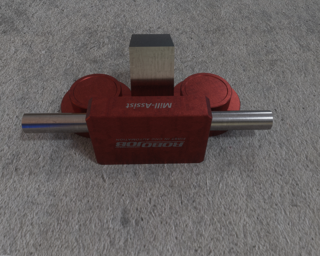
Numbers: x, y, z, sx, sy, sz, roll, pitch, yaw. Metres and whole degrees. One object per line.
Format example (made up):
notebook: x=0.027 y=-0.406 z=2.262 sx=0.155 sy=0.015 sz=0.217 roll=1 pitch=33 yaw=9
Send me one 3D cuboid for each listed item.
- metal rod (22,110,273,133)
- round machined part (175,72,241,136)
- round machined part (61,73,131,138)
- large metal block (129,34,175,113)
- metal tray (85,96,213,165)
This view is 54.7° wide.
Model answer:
metal rod: x=-0.014 y=-0.008 z=0.385 sx=0.302 sy=0.025 sz=0.025 roll=-1 pitch=50 yaw=-1
round machined part: x=0.061 y=-0.039 z=0.426 sx=0.099 sy=0.042 sz=0.098 roll=0 pitch=50 yaw=0
round machined part: x=-0.085 y=-0.037 z=0.421 sx=0.099 sy=0.042 sz=0.098 roll=0 pitch=50 yaw=0
large metal block: x=-0.010 y=-0.072 z=0.394 sx=0.050 sy=0.079 sz=0.080 roll=-1 pitch=27 yaw=-2
metal tray: x=-0.012 y=0.005 z=0.358 sx=0.131 sy=0.089 sz=0.030 roll=-1 pitch=50 yaw=-1
